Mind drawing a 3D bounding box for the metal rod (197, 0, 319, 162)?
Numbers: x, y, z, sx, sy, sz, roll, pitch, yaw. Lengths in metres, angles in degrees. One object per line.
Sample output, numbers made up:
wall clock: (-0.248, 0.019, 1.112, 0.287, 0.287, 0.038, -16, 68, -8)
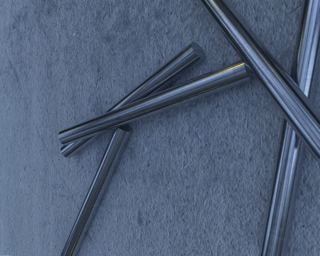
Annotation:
metal rod: (0.079, -0.098, 0.318, 0.025, 0.025, 0.299, -44, 57, 31)

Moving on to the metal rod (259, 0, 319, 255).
metal rod: (0.131, -0.015, 0.296, 0.025, 0.025, 0.298, 12, 98, 39)

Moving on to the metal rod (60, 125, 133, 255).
metal rod: (-0.112, 0.125, 0.497, 0.025, 0.025, 0.298, 39, 114, 33)

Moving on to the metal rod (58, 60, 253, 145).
metal rod: (-0.028, -0.024, 0.407, 0.300, 0.025, 0.025, -18, 79, 32)

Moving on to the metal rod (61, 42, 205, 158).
metal rod: (-0.058, -0.026, 0.452, 0.299, 0.025, 0.025, -33, 70, 35)
